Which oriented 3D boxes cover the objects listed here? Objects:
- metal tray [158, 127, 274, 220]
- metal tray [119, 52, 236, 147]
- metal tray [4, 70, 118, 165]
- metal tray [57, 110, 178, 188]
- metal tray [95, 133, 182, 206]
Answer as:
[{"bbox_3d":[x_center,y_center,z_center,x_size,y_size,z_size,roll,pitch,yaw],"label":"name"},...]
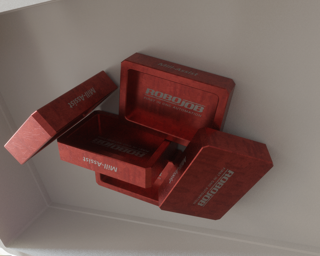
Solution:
[{"bbox_3d":[0.063,0.062,0.382,0.091,0.030,0.129,15,131,-17],"label":"metal tray"},{"bbox_3d":[0.015,-0.030,0.375,0.130,0.030,0.089,19,126,16],"label":"metal tray"},{"bbox_3d":[-0.119,-0.016,0.388,0.090,0.131,0.030,-33,100,38],"label":"metal tray"},{"bbox_3d":[-0.053,0.022,0.403,0.130,0.090,0.030,15,124,19],"label":"metal tray"},{"bbox_3d":[-0.034,0.060,0.455,0.130,0.030,0.089,15,125,19],"label":"metal tray"}]
